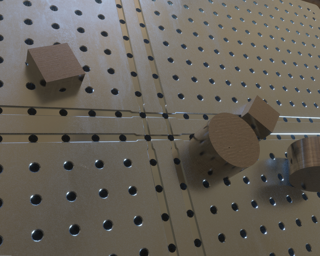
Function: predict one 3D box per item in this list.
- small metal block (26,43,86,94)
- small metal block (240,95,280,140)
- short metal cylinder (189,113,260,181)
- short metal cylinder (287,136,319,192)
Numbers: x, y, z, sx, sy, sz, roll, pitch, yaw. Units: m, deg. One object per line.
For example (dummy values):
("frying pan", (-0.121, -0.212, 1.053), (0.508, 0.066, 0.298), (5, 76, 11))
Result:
("small metal block", (-0.129, -0.075, 0.384), (0.050, 0.025, 0.050), (-22, 74, -36))
("small metal block", (0.163, -0.018, 0.506), (0.050, 0.025, 0.050), (40, 51, -1))
("short metal cylinder", (0.087, 0.026, 0.423), (0.081, 0.050, 0.080), (14, 56, -21))
("short metal cylinder", (0.236, 0.056, 0.466), (0.080, 0.080, 0.050), (23, 53, -15))
